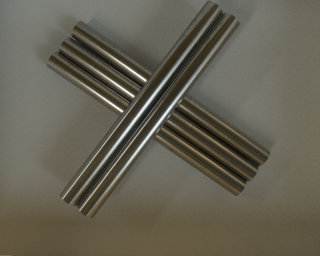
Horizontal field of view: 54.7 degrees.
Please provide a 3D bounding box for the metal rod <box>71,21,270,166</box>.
[{"bbox_3d":[0.014,-0.045,0.410,0.301,0.025,0.025,35,90,0],"label":"metal rod"}]

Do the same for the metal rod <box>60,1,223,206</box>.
[{"bbox_3d":[-0.023,-0.030,0.385,0.025,0.025,0.300,37,90,0],"label":"metal rod"}]

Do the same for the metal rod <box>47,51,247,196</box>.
[{"bbox_3d":[-0.017,-0.005,0.410,0.301,0.025,0.025,34,90,0],"label":"metal rod"}]

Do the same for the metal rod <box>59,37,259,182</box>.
[{"bbox_3d":[-0.001,-0.024,0.410,0.301,0.025,0.025,34,90,0],"label":"metal rod"}]

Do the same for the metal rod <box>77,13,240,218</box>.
[{"bbox_3d":[-0.002,-0.016,0.385,0.025,0.025,0.300,37,90,0],"label":"metal rod"}]
